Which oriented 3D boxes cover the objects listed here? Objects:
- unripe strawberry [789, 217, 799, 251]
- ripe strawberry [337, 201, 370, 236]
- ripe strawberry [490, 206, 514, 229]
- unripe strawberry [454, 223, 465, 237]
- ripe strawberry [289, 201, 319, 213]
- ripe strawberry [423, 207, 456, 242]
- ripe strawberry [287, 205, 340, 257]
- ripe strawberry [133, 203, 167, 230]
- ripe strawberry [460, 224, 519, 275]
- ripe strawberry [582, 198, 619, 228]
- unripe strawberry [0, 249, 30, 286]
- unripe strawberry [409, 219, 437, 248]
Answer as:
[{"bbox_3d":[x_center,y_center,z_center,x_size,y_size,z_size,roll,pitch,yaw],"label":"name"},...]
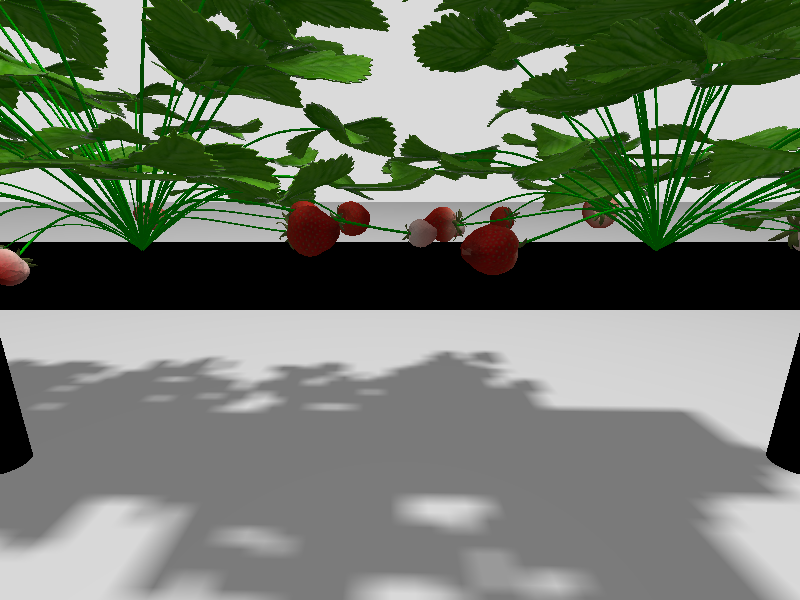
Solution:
[{"bbox_3d":[0.349,-0.058,0.326,0.045,0.043,0.041,3,15,9],"label":"unripe strawberry"},{"bbox_3d":[-0.054,-0.098,0.480,0.041,0.040,0.038,-11,19,-38],"label":"ripe strawberry"},{"bbox_3d":[0.128,-0.101,0.510,0.030,0.032,0.033,-9,-1,-29],"label":"ripe strawberry"},{"bbox_3d":[0.062,-0.077,0.440,0.018,0.019,0.021,44,31,14],"label":"unripe strawberry"},{"bbox_3d":[-0.111,-0.099,0.483,0.039,0.041,0.042,12,19,37],"label":"ripe strawberry"},{"bbox_3d":[0.039,-0.075,0.398,0.035,0.035,0.038,4,16,16],"label":"ripe strawberry"},{"bbox_3d":[-0.069,-0.056,0.327,0.042,0.041,0.039,3,15,7],"label":"ripe strawberry"},{"bbox_3d":[-0.328,-0.110,0.528,0.038,0.035,0.035,-8,17,-28],"label":"ripe strawberry"},{"bbox_3d":[0.052,-0.029,0.238,0.031,0.031,0.034,-10,18,-32],"label":"ripe strawberry"},{"bbox_3d":[0.287,-0.129,0.577,0.048,0.050,0.052,4,15,14],"label":"ripe strawberry"},{"bbox_3d":[-0.210,-0.016,0.213,0.017,0.020,0.019,-2,35,-6],"label":"unripe strawberry"},{"bbox_3d":[0.022,-0.062,0.374,0.026,0.026,0.025,-1,15,-6],"label":"unripe strawberry"}]
